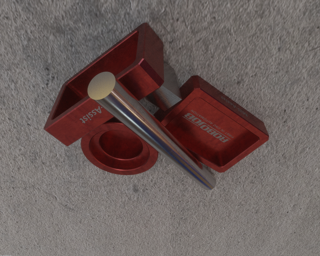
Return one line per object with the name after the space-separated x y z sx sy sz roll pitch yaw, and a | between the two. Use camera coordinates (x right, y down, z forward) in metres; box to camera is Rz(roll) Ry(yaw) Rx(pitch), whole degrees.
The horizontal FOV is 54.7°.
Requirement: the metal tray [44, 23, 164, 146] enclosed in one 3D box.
-0.057 -0.046 0.325 0.130 0.090 0.030 -30 124 22 | metal tray

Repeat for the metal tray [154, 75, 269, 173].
0.065 0.000 0.407 0.131 0.030 0.090 31 124 -24 | metal tray

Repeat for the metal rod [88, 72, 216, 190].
0.016 0.026 0.361 0.025 0.025 0.300 -21 149 16 | metal rod

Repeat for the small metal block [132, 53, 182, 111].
-0.006 -0.054 0.340 0.025 0.050 0.050 -34 137 28 | small metal block

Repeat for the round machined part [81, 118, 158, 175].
-0.049 0.015 0.405 0.099 0.042 0.097 4 134 4 | round machined part
